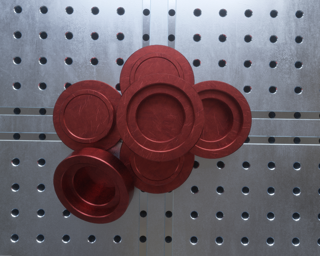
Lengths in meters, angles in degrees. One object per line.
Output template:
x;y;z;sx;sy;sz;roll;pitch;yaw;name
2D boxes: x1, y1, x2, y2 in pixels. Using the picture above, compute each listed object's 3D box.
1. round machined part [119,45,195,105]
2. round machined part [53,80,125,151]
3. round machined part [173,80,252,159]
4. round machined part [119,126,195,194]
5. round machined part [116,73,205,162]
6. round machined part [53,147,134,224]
-0.004;-0.060;0.405;0.099;0.042;0.097;0;90;0;round machined part
-0.091;-0.014;0.404;0.099;0.042;0.097;0;90;0;round machined part
0.065;-0.011;0.405;0.099;0.042;0.097;0;90;0;round machined part
-0.004;0.038;0.404;0.099;0.042;0.097;0;90;0;round machined part
0.001;-0.012;0.362;0.099;0.042;0.097;0;90;0;round machined part
-0.079;0.068;0.391;0.098;0.042;0.097;5;113;13;round machined part
